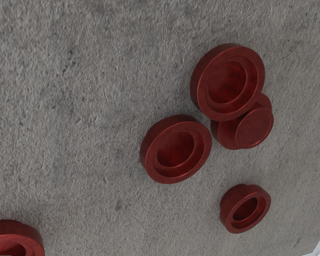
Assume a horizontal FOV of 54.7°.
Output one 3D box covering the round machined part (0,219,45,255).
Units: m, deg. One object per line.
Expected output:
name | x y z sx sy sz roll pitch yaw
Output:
round machined part | -0.197 0.153 0.383 0.099 0.042 0.097 -14 124 -21

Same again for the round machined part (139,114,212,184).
round machined part | 0.017 0.025 0.420 0.099 0.042 0.097 -14 124 -21

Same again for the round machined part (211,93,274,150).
round machined part | 0.128 -0.008 0.461 0.099 0.042 0.097 -14 124 -21

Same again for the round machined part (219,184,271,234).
round machined part | 0.149 0.141 0.565 0.099 0.042 0.097 -14 124 -21

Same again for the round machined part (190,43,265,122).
round machined part | 0.082 -0.061 0.400 0.099 0.042 0.097 -11 121 -19
